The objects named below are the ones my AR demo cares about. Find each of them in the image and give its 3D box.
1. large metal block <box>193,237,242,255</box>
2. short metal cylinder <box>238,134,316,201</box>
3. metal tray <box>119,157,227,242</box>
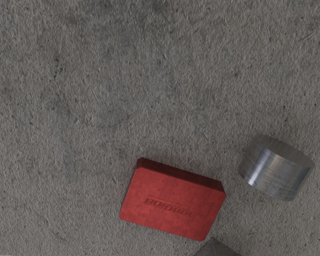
[{"bbox_3d":[0.099,0.226,0.465,0.080,0.080,0.050,35,106,-12],"label":"large metal block"},{"bbox_3d":[0.148,0.049,0.400,0.080,0.080,0.050,20,109,-8],"label":"short metal cylinder"},{"bbox_3d":[0.017,0.104,0.446,0.131,0.030,0.089,18,109,-7],"label":"metal tray"}]
